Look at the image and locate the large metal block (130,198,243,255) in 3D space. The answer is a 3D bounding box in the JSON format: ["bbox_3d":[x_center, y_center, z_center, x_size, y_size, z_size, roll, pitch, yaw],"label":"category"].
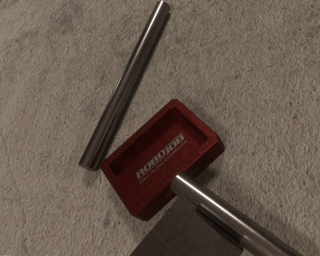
[{"bbox_3d":[0.022,0.121,0.282,0.080,0.080,0.050,-49,52,-6],"label":"large metal block"}]

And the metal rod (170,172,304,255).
[{"bbox_3d":[0.125,0.125,0.247,0.300,0.025,0.025,32,80,33],"label":"metal rod"}]

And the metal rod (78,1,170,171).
[{"bbox_3d":[-0.047,-0.076,0.473,0.025,0.025,0.300,9,66,31],"label":"metal rod"}]

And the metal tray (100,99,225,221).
[{"bbox_3d":[0.001,0.036,0.377,0.130,0.030,0.090,-42,51,-2],"label":"metal tray"}]
